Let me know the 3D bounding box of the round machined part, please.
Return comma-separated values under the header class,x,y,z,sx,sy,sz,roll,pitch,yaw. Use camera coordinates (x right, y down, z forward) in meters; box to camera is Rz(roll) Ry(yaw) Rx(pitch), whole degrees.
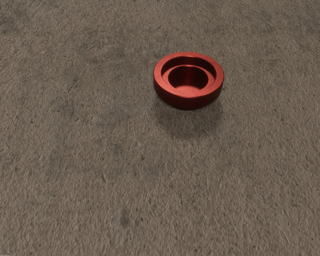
class,x,y,z,sx,sy,sz,roll,pitch,yaw
round machined part,0.040,-0.063,0.446,0.099,0.042,0.098,0,50,0
